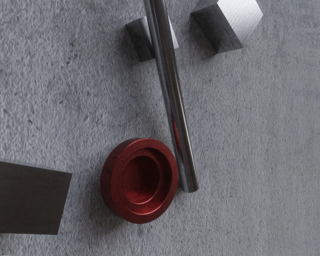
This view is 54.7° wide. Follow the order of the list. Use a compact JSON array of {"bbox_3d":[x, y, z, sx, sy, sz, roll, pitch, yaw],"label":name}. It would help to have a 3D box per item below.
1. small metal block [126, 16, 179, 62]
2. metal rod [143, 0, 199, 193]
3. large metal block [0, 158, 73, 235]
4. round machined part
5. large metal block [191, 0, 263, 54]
[{"bbox_3d":[-0.009,-0.118,0.397,0.050,0.025,0.050,-33,111,-35],"label":"small metal block"},{"bbox_3d":[0.014,-0.051,0.390,0.025,0.025,0.298,-28,115,-37],"label":"metal rod"},{"bbox_3d":[-0.133,0.051,0.258,0.080,0.080,0.050,19,78,-39],"label":"large metal block"},{"bbox_3d":[-0.028,0.060,0.370,0.099,0.042,0.097,0,90,-40],"label":"round machined part"},{"bbox_3d":[0.105,-0.175,0.476,0.080,0.050,0.080,47,62,-30],"label":"large metal block"}]
